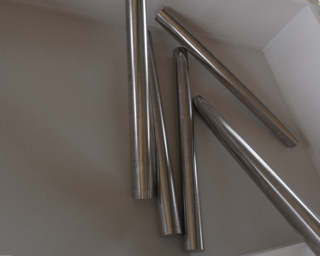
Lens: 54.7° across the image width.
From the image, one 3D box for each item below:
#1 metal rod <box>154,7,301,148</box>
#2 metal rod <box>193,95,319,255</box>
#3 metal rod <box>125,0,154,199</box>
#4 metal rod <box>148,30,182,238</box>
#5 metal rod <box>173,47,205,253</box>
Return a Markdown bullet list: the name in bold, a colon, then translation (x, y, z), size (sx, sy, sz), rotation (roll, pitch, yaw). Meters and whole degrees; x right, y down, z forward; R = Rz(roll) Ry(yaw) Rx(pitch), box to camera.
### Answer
- **metal rod**: translation (0.111, -0.075, 0.491), size (0.300, 0.025, 0.025), rotation (42, 51, -8)
- **metal rod**: translation (0.106, 0.042, 0.345), size (0.025, 0.025, 0.300), rotation (5, 30, -26)
- **metal rod**: translation (-0.025, -0.070, 0.361), size (0.025, 0.025, 0.298), rotation (0, 85, -28)
- **metal rod**: translation (-0.007, -0.013, 0.409), size (0.025, 0.025, 0.299), rotation (6, 59, -25)
- **metal rod**: translation (0.035, 0.008, 0.419), size (0.025, 0.025, 0.299), rotation (13, 56, -21)
